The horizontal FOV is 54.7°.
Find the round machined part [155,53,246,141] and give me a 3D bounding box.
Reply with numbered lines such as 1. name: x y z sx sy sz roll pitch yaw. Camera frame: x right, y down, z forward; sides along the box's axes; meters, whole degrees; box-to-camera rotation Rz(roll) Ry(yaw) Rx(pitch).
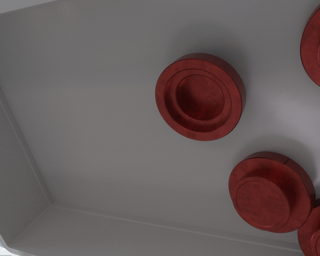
1. round machined part: 0.048 -0.037 0.350 0.098 0.042 0.097 13 124 21

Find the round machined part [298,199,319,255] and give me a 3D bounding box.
1. round machined part: 0.209 0.130 0.351 0.098 0.042 0.097 7 105 28

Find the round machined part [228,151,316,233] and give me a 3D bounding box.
1. round machined part: 0.125 0.080 0.365 0.098 0.042 0.097 16 117 35

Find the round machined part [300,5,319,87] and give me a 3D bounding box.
1. round machined part: 0.173 -0.070 0.263 0.098 0.042 0.097 13 124 21
